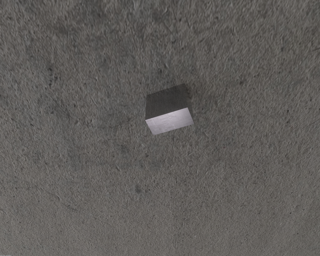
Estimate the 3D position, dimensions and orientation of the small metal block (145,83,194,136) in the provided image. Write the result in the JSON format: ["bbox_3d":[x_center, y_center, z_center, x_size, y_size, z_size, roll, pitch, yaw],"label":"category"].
[{"bbox_3d":[0.011,-0.023,0.371,0.050,0.050,0.025,-16,128,13],"label":"small metal block"}]
